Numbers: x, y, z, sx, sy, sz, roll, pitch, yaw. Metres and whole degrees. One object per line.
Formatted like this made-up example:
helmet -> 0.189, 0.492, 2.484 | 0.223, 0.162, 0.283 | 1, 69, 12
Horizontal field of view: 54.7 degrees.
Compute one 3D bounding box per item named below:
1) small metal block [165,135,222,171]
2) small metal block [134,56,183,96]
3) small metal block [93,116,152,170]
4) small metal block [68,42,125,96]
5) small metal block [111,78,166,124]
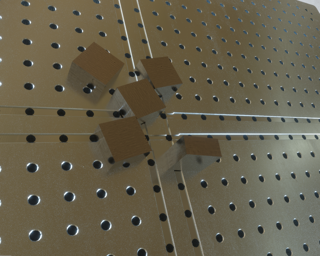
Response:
small metal block -> 0.042, 0.034, 0.396 | 0.050, 0.050, 0.025 | 7, 59, -25
small metal block -> -0.003, -0.075, 0.454 | 0.050, 0.025, 0.050 | -15, 70, -35
small metal block -> -0.045, 0.017, 0.374 | 0.050, 0.025, 0.050 | -15, 70, -34
small metal block -> -0.084, -0.079, 0.413 | 0.050, 0.025, 0.050 | 35, 51, -5
small metal block -> -0.028, -0.034, 0.415 | 0.050, 0.025, 0.050 | -24, 75, -37
